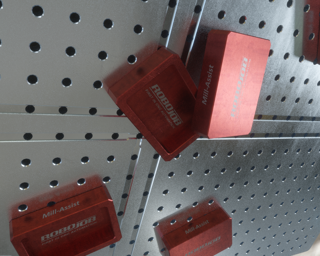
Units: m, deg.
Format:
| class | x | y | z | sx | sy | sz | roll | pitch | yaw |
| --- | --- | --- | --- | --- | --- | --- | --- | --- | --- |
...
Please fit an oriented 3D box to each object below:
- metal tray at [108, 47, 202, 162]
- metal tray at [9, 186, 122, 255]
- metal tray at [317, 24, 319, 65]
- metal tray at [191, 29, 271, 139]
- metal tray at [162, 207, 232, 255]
| class | x | y | z | sx | sy | sz | roll | pitch | yaw |
| --- | --- | --- | --- | --- | --- | --- | --- | --- | --- |
| metal tray | 0.008 | -0.025 | 0.397 | 0.090 | 0.030 | 0.130 | -39 | 130 | -2 |
| metal tray | -0.125 | 0.143 | 0.429 | 0.131 | 0.030 | 0.089 | -19 | 126 | -18 |
| metal tray | 0.286 | -0.163 | 0.466 | 0.091 | 0.030 | 0.129 | -26 | 128 | -12 |
| metal tray | 0.092 | -0.054 | 0.400 | 0.091 | 0.030 | 0.129 | -4 | 109 | -39 |
| metal tray | 0.073 | 0.214 | 0.583 | 0.131 | 0.030 | 0.089 | -22 | 127 | -16 |
